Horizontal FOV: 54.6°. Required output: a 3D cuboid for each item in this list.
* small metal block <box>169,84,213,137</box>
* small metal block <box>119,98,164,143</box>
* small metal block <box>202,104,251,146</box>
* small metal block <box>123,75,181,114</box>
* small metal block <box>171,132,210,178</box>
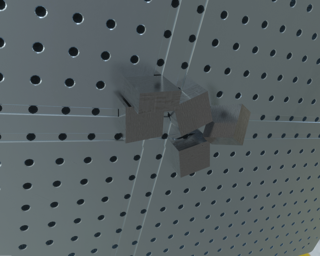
[{"bbox_3d":[0.040,-0.024,0.417,0.050,0.025,0.050,-26,128,-12],"label":"small metal block"},{"bbox_3d":[-0.024,-0.012,0.390,0.050,0.025,0.050,-10,123,-23],"label":"small metal block"},{"bbox_3d":[0.092,-0.004,0.429,0.025,0.050,0.050,35,66,-39],"label":"small metal block"},{"bbox_3d":[-0.010,-0.040,0.364,0.050,0.050,0.025,-7,121,-25],"label":"small metal block"},{"bbox_3d":[0.046,0.039,0.460,0.050,0.025,0.050,-18,126,-18],"label":"small metal block"}]
